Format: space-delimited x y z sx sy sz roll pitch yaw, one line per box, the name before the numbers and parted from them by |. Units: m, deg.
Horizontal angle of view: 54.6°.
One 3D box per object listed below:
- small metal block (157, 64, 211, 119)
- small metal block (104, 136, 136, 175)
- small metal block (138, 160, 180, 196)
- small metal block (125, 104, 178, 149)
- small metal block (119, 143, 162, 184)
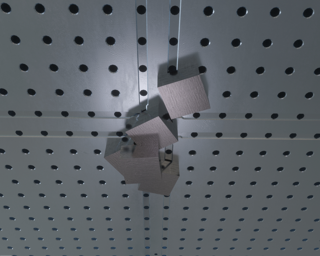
small metal block | 0.029 -0.043 0.375 0.050 0.025 0.050 -15 129 12
small metal block | -0.043 0.039 0.445 0.050 0.025 0.050 -25 126 20
small metal block | -0.003 0.075 0.475 0.050 0.025 0.050 13 129 -12
small metal block | -0.010 0.003 0.414 0.050 0.025 0.050 -25 126 19
small metal block | -0.025 0.049 0.420 0.050 0.025 0.050 -4 130 3
